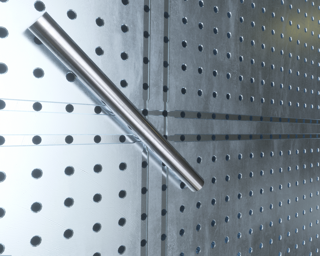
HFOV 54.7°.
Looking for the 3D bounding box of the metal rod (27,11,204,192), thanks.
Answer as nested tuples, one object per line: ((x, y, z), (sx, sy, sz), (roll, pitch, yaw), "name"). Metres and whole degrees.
((-0.034, -0.012, 0.382), (0.300, 0.025, 0.025), (47, 62, -30), "metal rod")
